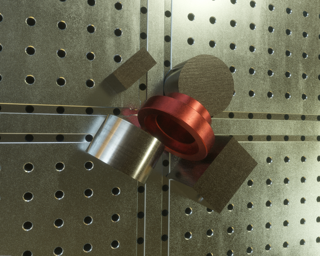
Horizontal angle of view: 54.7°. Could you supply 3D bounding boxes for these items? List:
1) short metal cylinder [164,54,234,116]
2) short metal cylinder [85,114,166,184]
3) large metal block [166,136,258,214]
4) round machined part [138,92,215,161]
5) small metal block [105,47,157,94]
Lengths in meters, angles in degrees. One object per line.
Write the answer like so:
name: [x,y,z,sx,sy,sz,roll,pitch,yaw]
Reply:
short metal cylinder: [0.052,-0.055,0.419,0.081,0.050,0.079,0,90,-21]
short metal cylinder: [-0.040,0.026,0.369,0.080,0.080,0.050,33,79,-18]
large metal block: [0.066,0.056,0.410,0.050,0.080,0.080,45,76,-15]
round machined part: [0.024,-0.006,0.384,0.098,0.098,0.042,43,64,-16]
small metal block: [-0.037,-0.071,0.386,0.050,0.050,0.025,-44,104,-15]
